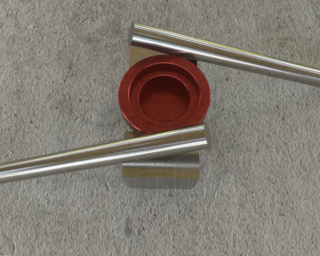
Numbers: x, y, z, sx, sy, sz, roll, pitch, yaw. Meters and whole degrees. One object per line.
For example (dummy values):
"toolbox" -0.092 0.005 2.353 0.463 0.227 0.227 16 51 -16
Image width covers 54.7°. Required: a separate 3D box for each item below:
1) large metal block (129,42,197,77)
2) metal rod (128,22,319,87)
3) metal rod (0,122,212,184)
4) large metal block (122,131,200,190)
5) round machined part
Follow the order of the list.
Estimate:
"large metal block" 0.004 -0.072 0.406 0.081 0.080 0.050 1 70 0
"metal rod" 0.109 -0.083 0.384 0.302 0.025 0.025 7 69 -21
"metal rod" -0.094 0.035 0.336 0.301 0.025 0.025 -12 69 19
"large metal block" 0.001 0.041 0.365 0.081 0.080 0.050 1 70 0
"round machined part" 0.005 -0.030 0.349 0.099 0.042 0.098 0 70 -1
